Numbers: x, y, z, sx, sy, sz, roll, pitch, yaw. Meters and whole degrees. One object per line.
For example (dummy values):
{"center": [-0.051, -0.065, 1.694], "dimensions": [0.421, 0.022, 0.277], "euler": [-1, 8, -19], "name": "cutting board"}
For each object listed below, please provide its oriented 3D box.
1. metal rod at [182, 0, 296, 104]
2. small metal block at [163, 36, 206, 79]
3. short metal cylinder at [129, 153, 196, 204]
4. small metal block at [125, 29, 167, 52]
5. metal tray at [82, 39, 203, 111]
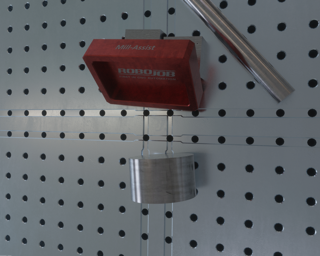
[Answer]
{"center": [0.056, -0.151, 0.392], "dimensions": [0.025, 0.025, 0.300], "euler": [-42, 77, 15], "name": "metal rod"}
{"center": [0.031, -0.090, 0.402], "dimensions": [0.050, 0.025, 0.050], "euler": [5, 92, 19], "name": "small metal block"}
{"center": [0.003, 0.059, 0.382], "dimensions": [0.080, 0.080, 0.050], "euler": [-4, 89, 20], "name": "short metal cylinder"}
{"center": [-0.021, -0.105, 0.420], "dimensions": [0.050, 0.025, 0.050], "euler": [7, 92, 19], "name": "small metal block"}
{"center": [-0.018, -0.065, 0.384], "dimensions": [0.130, 0.090, 0.030], "euler": [6, 56, 20], "name": "metal tray"}
